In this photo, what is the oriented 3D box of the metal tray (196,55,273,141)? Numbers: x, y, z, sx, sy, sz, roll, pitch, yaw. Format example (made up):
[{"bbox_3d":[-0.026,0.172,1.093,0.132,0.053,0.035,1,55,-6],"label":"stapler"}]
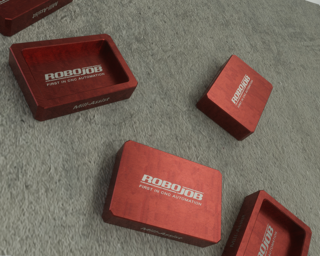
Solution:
[{"bbox_3d":[0.124,-0.052,0.499,0.090,0.030,0.130,38,51,-3],"label":"metal tray"}]

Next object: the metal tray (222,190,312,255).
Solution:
[{"bbox_3d":[0.129,0.152,0.376,0.090,0.030,0.131,39,51,-2],"label":"metal tray"}]

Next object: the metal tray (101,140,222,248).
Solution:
[{"bbox_3d":[0.008,0.077,0.358,0.131,0.030,0.090,20,54,-16],"label":"metal tray"}]

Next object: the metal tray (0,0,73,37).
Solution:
[{"bbox_3d":[-0.188,-0.186,0.412,0.090,0.030,0.130,38,51,-2],"label":"metal tray"}]

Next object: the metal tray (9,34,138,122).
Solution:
[{"bbox_3d":[-0.104,-0.068,0.385,0.131,0.030,0.090,-20,72,-35],"label":"metal tray"}]
